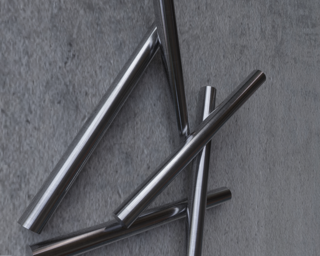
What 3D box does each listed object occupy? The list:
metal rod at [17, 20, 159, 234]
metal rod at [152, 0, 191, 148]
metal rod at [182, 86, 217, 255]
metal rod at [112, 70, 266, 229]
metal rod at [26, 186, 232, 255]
[{"bbox_3d":[-0.059,-0.024,0.356,0.025,0.025,0.300,44,63,-32],"label":"metal rod"},{"bbox_3d":[0.012,-0.101,0.385,0.025,0.025,0.298,-26,116,-37],"label":"metal rod"},{"bbox_3d":[0.053,0.083,0.423,0.025,0.025,0.299,23,67,-38],"label":"metal rod"},{"bbox_3d":[0.054,0.012,0.413,0.301,0.025,0.025,-43,117,-26],"label":"metal rod"},{"bbox_3d":[-0.011,0.116,0.397,0.302,0.025,0.025,-5,94,-40],"label":"metal rod"}]
